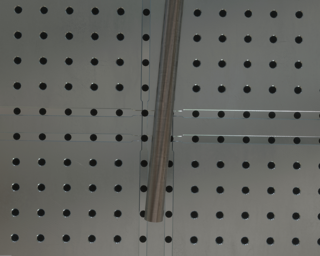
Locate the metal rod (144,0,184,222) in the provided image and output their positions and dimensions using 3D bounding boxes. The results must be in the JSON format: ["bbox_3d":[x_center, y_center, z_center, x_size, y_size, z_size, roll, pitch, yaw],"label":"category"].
[{"bbox_3d":[0.006,-0.027,0.413,0.025,0.025,0.298,5,90,0],"label":"metal rod"}]
